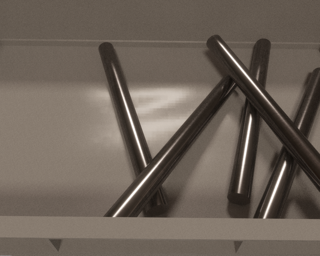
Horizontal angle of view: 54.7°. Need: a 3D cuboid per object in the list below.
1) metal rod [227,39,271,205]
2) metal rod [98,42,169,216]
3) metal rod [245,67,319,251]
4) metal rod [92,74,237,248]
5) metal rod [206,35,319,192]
[{"bbox_3d":[0.131,-0.031,0.433,0.025,0.025,0.300,14,51,11],"label":"metal rod"},{"bbox_3d":[-0.046,-0.022,0.422,0.025,0.025,0.300,-13,51,-11],"label":"metal rod"},{"bbox_3d":[0.173,0.016,0.393,0.025,0.025,0.301,24,54,18],"label":"metal rod"},{"bbox_3d":[0.029,0.013,0.371,0.025,0.025,0.301,26,47,20],"label":"metal rod"},{"bbox_3d":[0.136,-0.028,0.396,0.025,0.025,0.300,-15,52,-13],"label":"metal rod"}]
